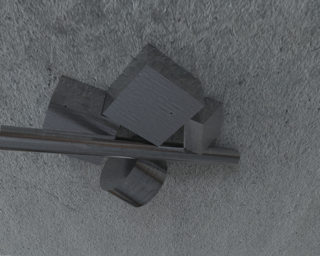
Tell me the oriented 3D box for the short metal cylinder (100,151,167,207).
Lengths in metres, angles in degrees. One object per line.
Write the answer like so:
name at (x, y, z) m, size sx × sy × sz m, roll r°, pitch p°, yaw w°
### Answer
short metal cylinder at (-0.037, 0.060, 0.423) m, size 0.080 × 0.080 × 0.050 m, roll -36°, pitch 122°, yaw 26°

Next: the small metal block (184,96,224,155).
small metal block at (0.054, -0.003, 0.387) m, size 0.025 × 0.050 × 0.050 m, roll 24°, pitch 137°, yaw 27°

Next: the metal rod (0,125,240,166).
metal rod at (-0.026, 0.025, 0.376) m, size 0.302 × 0.025 × 0.025 m, roll 7°, pitch 132°, yaw -28°

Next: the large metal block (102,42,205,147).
large metal block at (-0.007, -0.036, 0.358) m, size 0.080 × 0.050 × 0.080 m, roll 32°, pitch 123°, yaw -25°

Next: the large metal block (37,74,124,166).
large metal block at (-0.097, -0.008, 0.384) m, size 0.080 × 0.050 × 0.079 m, roll 19°, pitch 127°, yaw -16°
